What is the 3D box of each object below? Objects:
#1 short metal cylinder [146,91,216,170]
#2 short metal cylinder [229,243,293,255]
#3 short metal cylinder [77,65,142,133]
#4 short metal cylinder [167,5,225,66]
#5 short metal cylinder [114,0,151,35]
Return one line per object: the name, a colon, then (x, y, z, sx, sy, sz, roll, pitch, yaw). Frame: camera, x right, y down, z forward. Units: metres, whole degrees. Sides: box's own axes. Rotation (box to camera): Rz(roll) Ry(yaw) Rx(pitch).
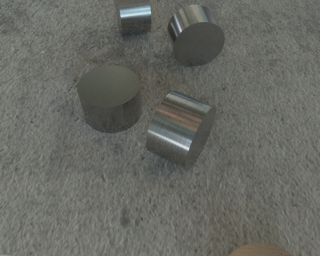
short metal cylinder: (0.026, 0.002, 0.366, 0.050, 0.080, 0.080, 24, 54, 19)
short metal cylinder: (0.086, 0.147, 0.265, 0.081, 0.050, 0.080, 0, 50, 0)
short metal cylinder: (-0.066, -0.040, 0.419, 0.081, 0.050, 0.080, 0, 50, 0)
short metal cylinder: (0.056, -0.146, 0.491, 0.081, 0.080, 0.050, -7, 51, -7)
short metal cylinder: (-0.049, -0.205, 0.539, 0.050, 0.080, 0.080, -11, 51, -9)
